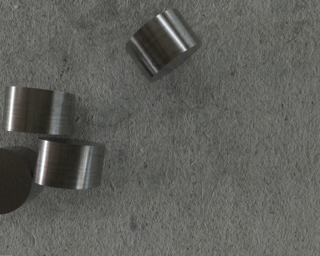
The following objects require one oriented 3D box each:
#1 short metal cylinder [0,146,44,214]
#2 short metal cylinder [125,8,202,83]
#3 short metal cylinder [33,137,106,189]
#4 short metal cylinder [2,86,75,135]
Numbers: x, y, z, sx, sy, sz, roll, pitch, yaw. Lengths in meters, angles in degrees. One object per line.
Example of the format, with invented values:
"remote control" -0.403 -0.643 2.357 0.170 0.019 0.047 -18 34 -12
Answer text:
"short metal cylinder" -0.194 0.064 0.396 0.081 0.050 0.080 0 90 0
"short metal cylinder" 0.005 -0.100 0.382 0.080 0.080 0.050 -36 90 0
"short metal cylinder" -0.111 0.041 0.382 0.080 0.080 0.050 8 90 0
"short metal cylinder" -0.147 -0.020 0.381 0.080 0.080 0.050 5 90 0
